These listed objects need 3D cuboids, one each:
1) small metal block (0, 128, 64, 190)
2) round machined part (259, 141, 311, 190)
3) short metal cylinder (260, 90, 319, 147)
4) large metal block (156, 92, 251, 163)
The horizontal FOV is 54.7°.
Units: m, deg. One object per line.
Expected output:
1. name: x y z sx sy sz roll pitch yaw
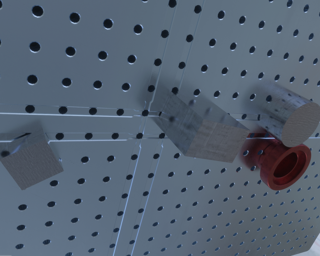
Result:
1. small metal block: -0.146 0.036 0.354 0.050 0.025 0.050 -25 128 -13
2. round machined part: 0.221 0.062 0.562 0.099 0.042 0.097 -14 125 -21
3. short metal cylinder: 0.211 -0.016 0.504 0.081 0.050 0.079 -14 125 -21
4. large metal block: 0.055 -0.001 0.407 0.081 0.080 0.050 12 112 -34
